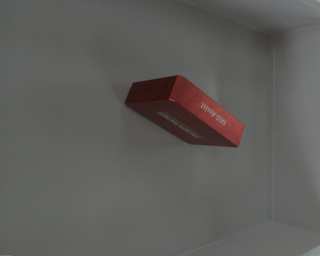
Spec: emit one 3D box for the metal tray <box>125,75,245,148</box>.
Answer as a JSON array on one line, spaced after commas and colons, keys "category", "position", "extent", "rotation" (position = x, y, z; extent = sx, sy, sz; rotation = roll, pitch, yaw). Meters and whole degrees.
[{"category": "metal tray", "position": [0.033, -0.016, 0.389], "extent": [0.130, 0.090, 0.030], "rotation": [31, 71, -37]}]
